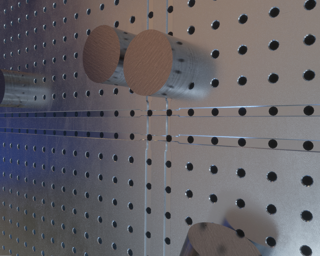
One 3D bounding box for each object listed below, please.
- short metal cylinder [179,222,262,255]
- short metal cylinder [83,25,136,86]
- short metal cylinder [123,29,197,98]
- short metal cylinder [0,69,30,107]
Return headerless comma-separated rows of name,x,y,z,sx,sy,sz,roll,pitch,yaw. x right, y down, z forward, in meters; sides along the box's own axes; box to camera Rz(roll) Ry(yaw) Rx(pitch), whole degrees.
short metal cylinder,0.060,0.144,0.324,0.080,0.081,0.050,28,108,36
short metal cylinder,-0.067,-0.102,0.448,0.080,0.050,0.079,0,90,40
short metal cylinder,0.000,-0.079,0.393,0.080,0.050,0.079,0,90,40
short metal cylinder,-0.322,-0.084,0.659,0.080,0.050,0.079,0,90,40
